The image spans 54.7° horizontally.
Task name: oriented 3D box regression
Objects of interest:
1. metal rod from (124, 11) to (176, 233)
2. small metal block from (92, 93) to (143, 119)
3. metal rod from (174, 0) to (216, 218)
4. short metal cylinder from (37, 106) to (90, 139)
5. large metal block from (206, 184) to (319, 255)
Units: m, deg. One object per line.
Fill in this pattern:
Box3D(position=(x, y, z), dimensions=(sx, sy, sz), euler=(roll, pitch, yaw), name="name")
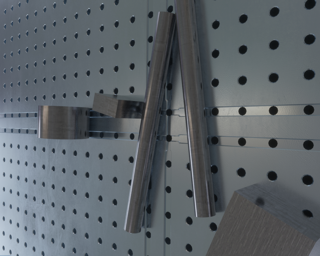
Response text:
Box3D(position=(-0.014, -0.002, 0.421), dimensions=(0.025, 0.025, 0.298), euler=(16, 100, 39), name="metal rod")
Box3D(position=(-0.059, -0.032, 0.442), dimensions=(0.050, 0.050, 0.025), euler=(19, 102, 38), name="small metal block")
Box3D(position=(0.040, -0.046, 0.376), dimensions=(0.025, 0.025, 0.298), euler=(-9, 85, 39), name="metal rod")
Box3D(position=(-0.155, -0.010, 0.502), dimensions=(0.080, 0.081, 0.050), euler=(4, 93, 40), name="short metal cylinder")
Box3D(position=(0.104, 0.114, 0.307), dimensions=(0.080, 0.050, 0.079), euler=(30, 109, 36), name="large metal block")
